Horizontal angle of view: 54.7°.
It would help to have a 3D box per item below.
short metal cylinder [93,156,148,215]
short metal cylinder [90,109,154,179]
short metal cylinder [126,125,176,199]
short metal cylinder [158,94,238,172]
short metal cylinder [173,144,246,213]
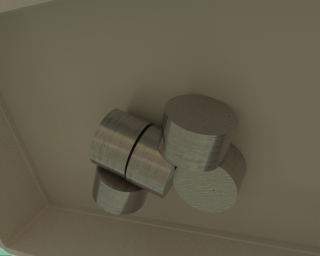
[{"bbox_3d":[-0.054,0.076,0.445,0.080,0.080,0.050,26,127,11],"label":"short metal cylinder"},{"bbox_3d":[-0.048,0.021,0.407,0.050,0.080,0.079,23,127,14],"label":"short metal cylinder"},{"bbox_3d":[-0.001,0.043,0.398,0.050,0.080,0.079,24,127,13],"label":"short metal cylinder"},{"bbox_3d":[0.041,0.004,0.351,0.080,0.080,0.050,21,126,15],"label":"short metal cylinder"},{"bbox_3d":[0.063,0.059,0.392,0.080,0.050,0.079,13,124,20],"label":"short metal cylinder"}]
